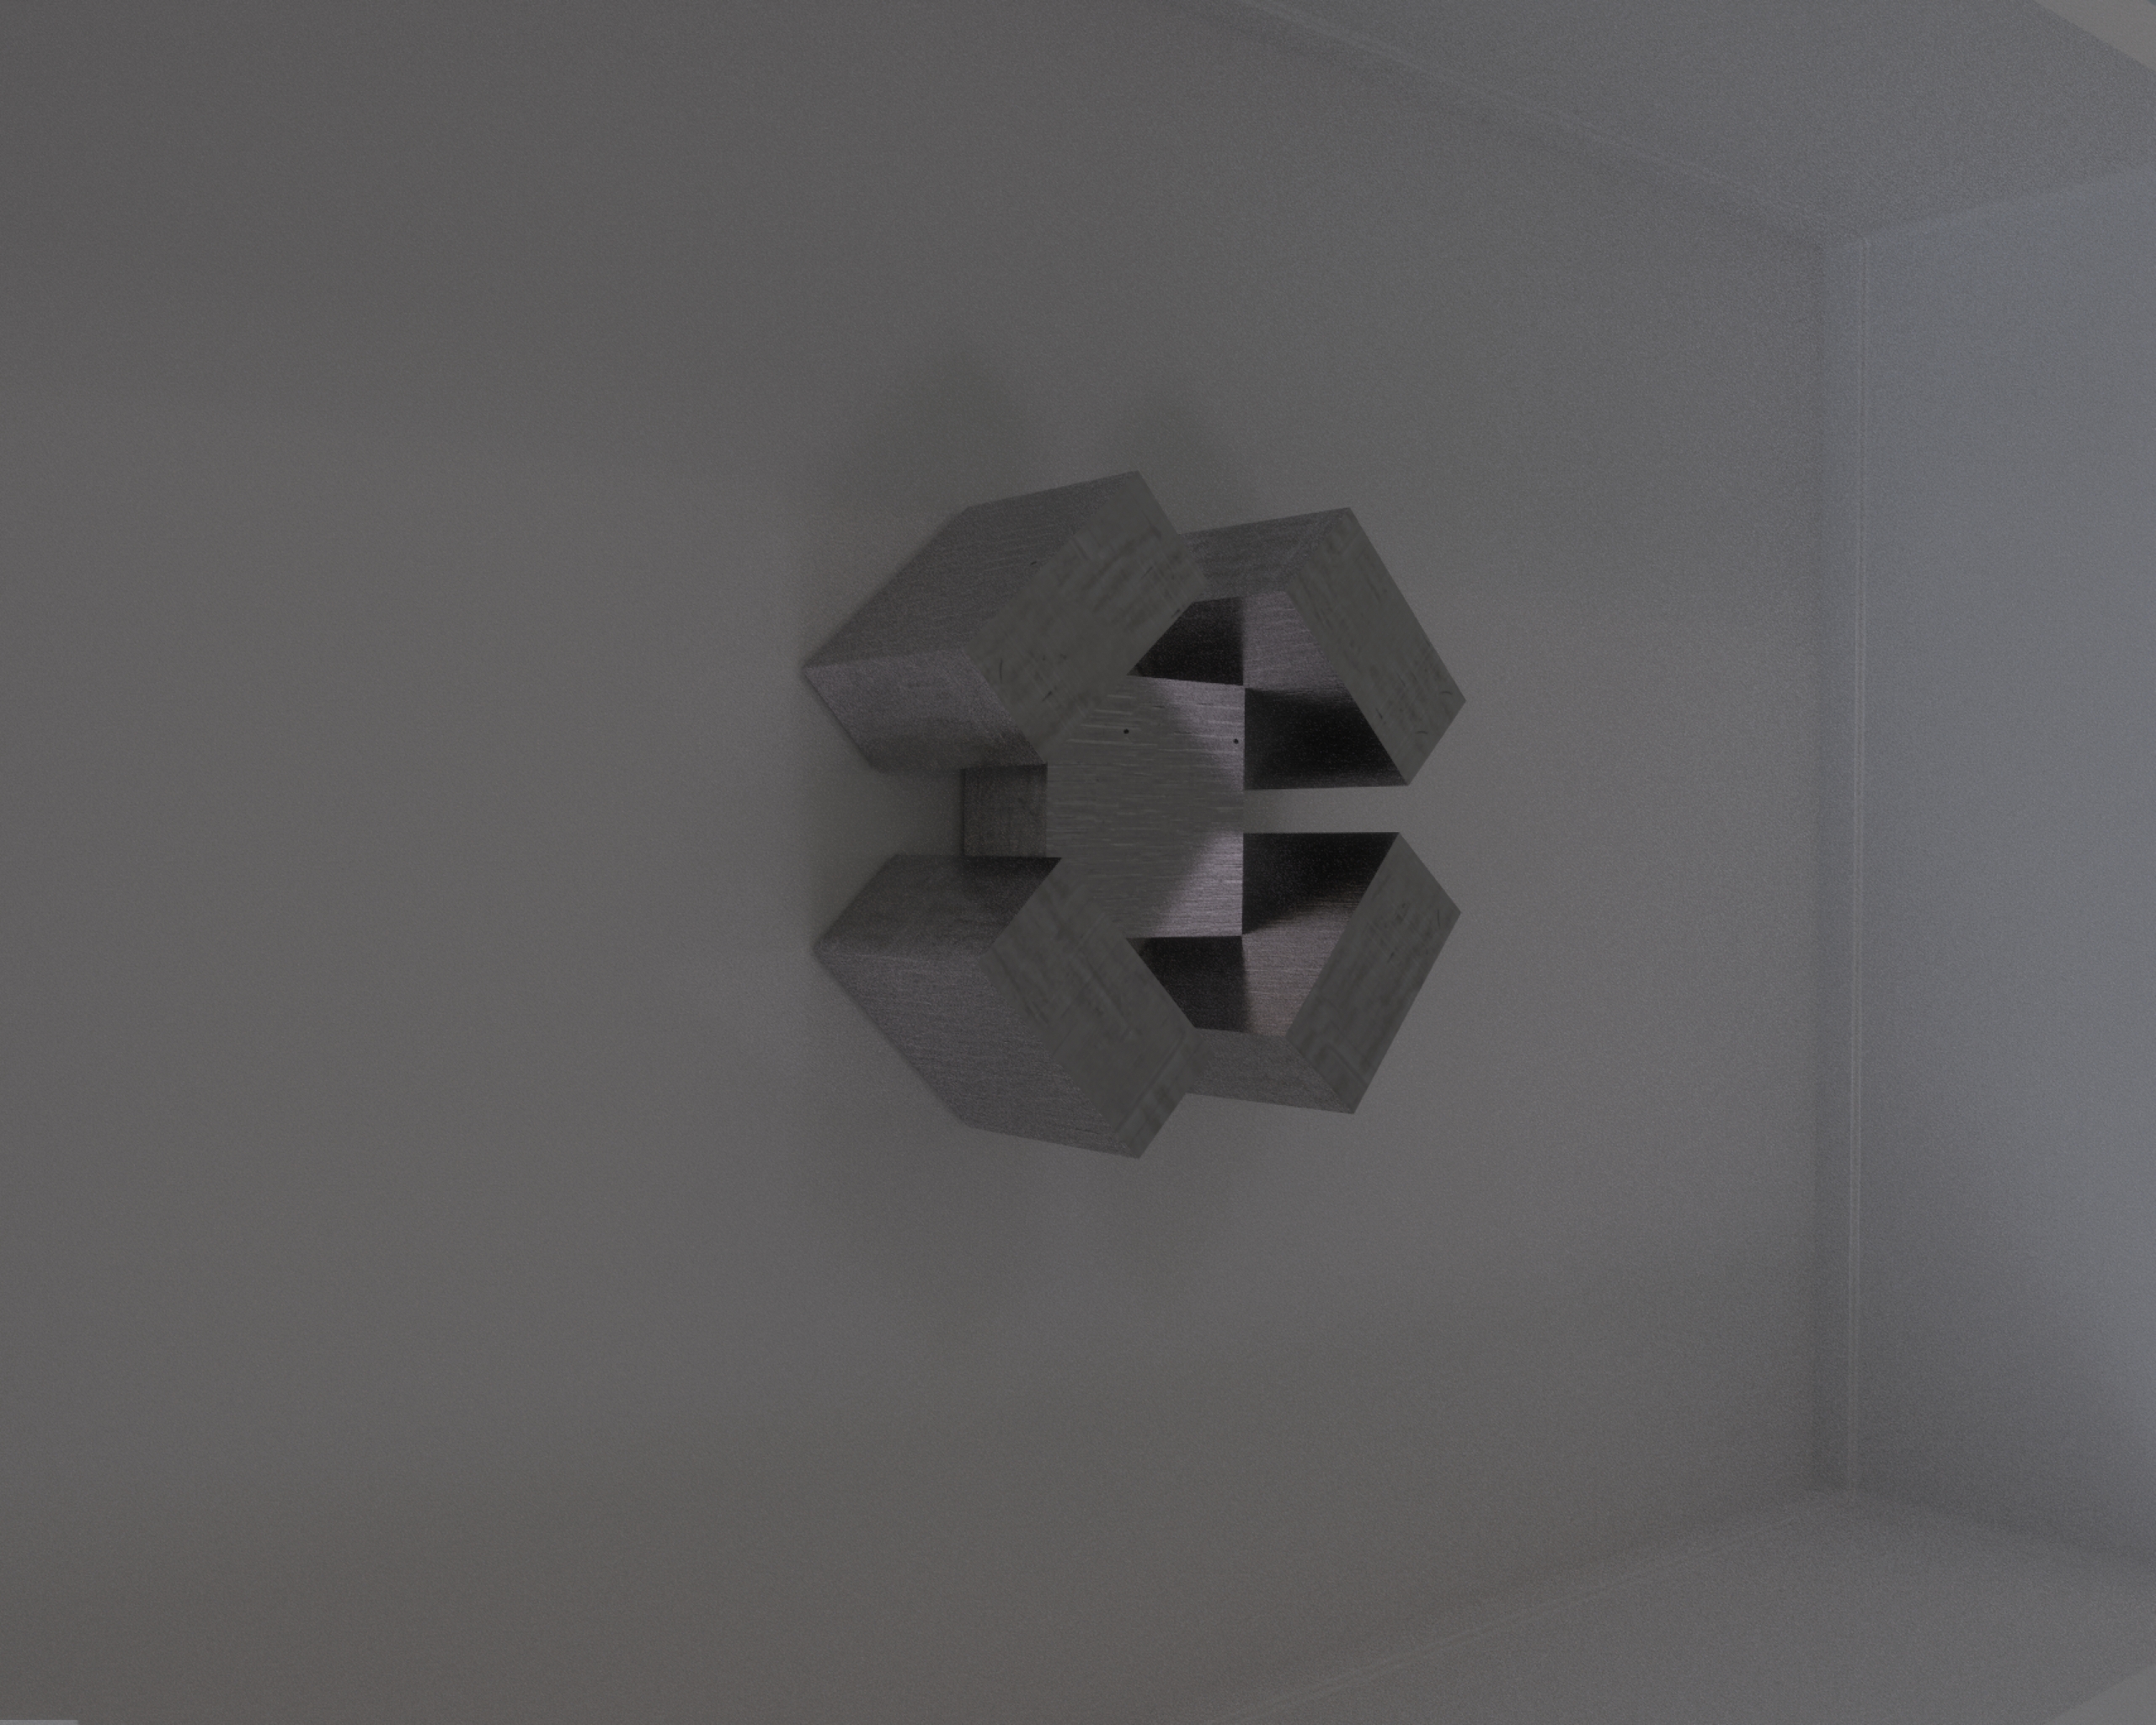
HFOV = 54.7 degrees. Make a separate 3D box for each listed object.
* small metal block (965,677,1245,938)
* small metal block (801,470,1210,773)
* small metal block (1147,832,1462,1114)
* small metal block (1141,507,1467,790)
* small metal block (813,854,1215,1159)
[{"bbox_3d":[0.006,-0.011,0.408,0.050,0.025,0.050,1,90,-40],"label":"small metal block"},{"bbox_3d":[-0.013,-0.043,0.376,0.050,0.050,0.025,-49,119,-28],"label":"small metal block"},{"bbox_3d":[0.041,0.021,0.422,0.025,0.050,0.050,49,60,-30],"label":"small metal block"},{"bbox_3d":[0.042,-0.042,0.422,0.025,0.050,0.050,-53,122,-28],"label":"small metal block"},{"bbox_3d":[-0.012,0.025,0.378,0.025,0.050,0.050,-52,120,-26],"label":"small metal block"}]
